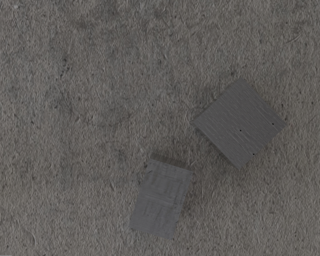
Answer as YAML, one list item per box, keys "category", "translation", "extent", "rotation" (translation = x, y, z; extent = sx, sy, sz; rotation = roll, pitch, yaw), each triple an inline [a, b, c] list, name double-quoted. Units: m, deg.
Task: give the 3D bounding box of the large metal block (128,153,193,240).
- category: "large metal block"
  translation: [0.001, 0.079, 0.382]
  extent: [0.050, 0.080, 0.080]
  rotation: [17, 90, 0]

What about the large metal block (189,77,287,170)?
- category: "large metal block"
  translation: [0.097, -0.006, 0.398]
  extent: [0.080, 0.050, 0.080]
  rotation: [-43, 90, 0]
